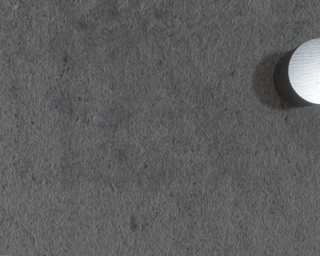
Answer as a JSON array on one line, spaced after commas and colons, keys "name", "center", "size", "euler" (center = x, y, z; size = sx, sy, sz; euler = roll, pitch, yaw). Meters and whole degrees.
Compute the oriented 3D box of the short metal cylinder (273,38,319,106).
[{"name": "short metal cylinder", "center": [0.195, -0.069, 0.399], "size": [0.081, 0.050, 0.080], "euler": [0, 90, 0]}]
